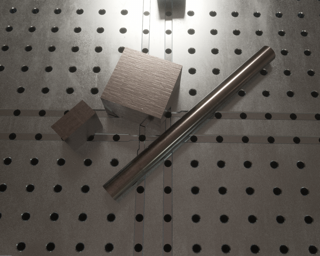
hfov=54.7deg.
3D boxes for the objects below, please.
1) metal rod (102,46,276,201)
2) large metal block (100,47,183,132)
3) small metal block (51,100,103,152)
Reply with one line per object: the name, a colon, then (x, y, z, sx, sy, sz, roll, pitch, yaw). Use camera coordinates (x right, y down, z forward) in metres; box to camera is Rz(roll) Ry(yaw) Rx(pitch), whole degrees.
metal rod: (0.048, -0.015, 0.417, 0.301, 0.025, 0.025, -41, 75, -14)
large metal block: (-0.022, -0.051, 0.417, 0.080, 0.050, 0.080, 20, 71, 6)
small metal block: (-0.105, -0.002, 0.398, 0.025, 0.050, 0.050, 43, 75, 13)
